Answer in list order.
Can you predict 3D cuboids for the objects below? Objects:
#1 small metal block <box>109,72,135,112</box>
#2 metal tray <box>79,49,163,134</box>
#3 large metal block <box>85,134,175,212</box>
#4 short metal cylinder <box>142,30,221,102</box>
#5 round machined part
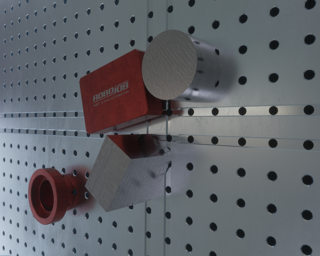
[{"bbox_3d":[-0.056,-0.048,0.455,0.050,0.025,0.050,-31,71,35],"label":"small metal block"},{"bbox_3d":[-0.061,-0.047,0.447,0.130,0.030,0.090,-16,80,38],"label":"metal tray"},{"bbox_3d":[-0.039,0.055,0.406,0.050,0.081,0.079,39,114,33],"label":"large metal block"},{"bbox_3d":[0.025,-0.072,0.373,0.080,0.050,0.079,0,90,40],"label":"short metal cylinder"},{"bbox_3d":[-0.193,0.120,0.558,0.098,0.042,0.097,0,90,40],"label":"round machined part"}]
